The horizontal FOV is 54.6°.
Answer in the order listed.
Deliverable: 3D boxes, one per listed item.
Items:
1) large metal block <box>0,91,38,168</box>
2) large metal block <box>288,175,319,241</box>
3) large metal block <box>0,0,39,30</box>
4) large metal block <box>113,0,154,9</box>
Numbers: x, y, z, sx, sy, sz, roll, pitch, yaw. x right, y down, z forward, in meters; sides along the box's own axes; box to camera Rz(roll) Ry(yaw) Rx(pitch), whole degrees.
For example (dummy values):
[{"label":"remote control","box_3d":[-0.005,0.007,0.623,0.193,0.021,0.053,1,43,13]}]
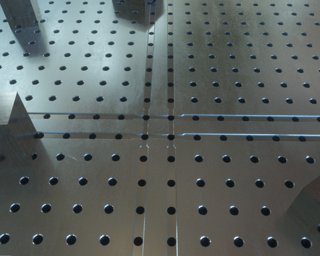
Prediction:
[{"label":"large metal block","box_3d":[-0.201,0.006,0.367,0.080,0.080,0.050,-4,50,-4]},{"label":"large metal block","box_3d":[0.199,0.084,0.322,0.080,0.050,0.080,-27,55,-21]},{"label":"large metal block","box_3d":[-0.263,-0.243,0.575,0.050,0.080,0.080,-12,51,-9]},{"label":"large metal block","box_3d":[-0.047,-0.298,0.642,0.080,0.050,0.080,22,53,17]}]
